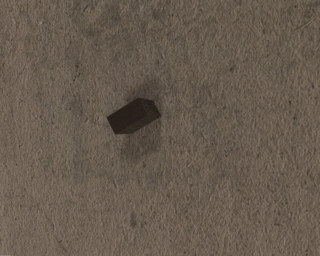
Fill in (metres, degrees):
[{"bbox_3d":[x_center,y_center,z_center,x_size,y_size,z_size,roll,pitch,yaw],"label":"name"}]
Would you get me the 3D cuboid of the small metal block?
[{"bbox_3d":[-0.033,-0.015,0.406,0.050,0.050,0.025,-30,81,17],"label":"small metal block"}]
